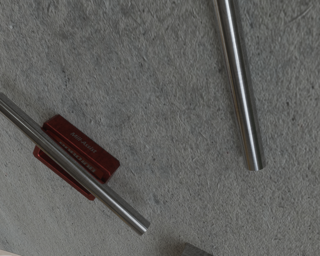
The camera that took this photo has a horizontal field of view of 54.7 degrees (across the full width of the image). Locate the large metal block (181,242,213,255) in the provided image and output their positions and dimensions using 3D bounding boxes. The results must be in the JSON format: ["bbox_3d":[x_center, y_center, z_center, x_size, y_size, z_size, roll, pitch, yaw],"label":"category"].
[{"bbox_3d":[0.044,0.251,0.502,0.050,0.080,0.079,23,127,14],"label":"large metal block"}]

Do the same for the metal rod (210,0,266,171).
[{"bbox_3d":[0.073,-0.086,0.314,0.025,0.025,0.298,-4,117,29],"label":"metal rod"}]

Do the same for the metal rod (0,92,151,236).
[{"bbox_3d":[-0.135,0.055,0.470,0.300,0.025,0.025,42,129,-1],"label":"metal rod"}]

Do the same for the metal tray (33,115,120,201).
[{"bbox_3d":[-0.138,0.050,0.504,0.130,0.030,0.089,38,129,2],"label":"metal tray"}]
